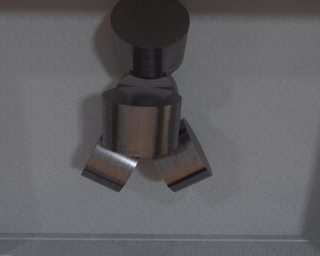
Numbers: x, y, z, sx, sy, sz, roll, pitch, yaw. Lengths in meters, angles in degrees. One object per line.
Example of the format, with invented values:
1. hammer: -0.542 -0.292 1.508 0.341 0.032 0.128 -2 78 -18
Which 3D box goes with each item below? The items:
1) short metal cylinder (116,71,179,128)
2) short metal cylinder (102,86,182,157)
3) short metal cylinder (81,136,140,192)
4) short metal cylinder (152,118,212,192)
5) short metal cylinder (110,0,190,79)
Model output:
1. short metal cylinder: -0.016 -0.035 0.382 0.081 0.050 0.079 0 110 0
2. short metal cylinder: -0.019 -0.010 0.323 0.081 0.080 0.050 3 110 -1
3. short metal cylinder: -0.058 0.034 0.392 0.050 0.080 0.080 28 108 -9
4. short metal cylinder: 0.026 0.034 0.393 0.050 0.080 0.080 -27 108 10
5. short metal cylinder: -0.011 -0.100 0.336 0.081 0.080 0.050 4 153 -2
